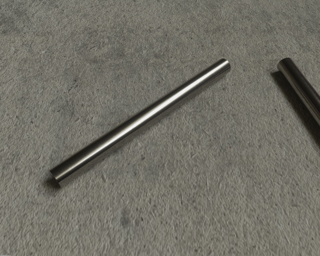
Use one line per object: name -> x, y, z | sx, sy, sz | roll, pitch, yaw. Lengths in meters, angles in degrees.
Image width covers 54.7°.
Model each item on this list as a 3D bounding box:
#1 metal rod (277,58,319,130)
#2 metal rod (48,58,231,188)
metal rod -> 0.227, 0.011, 0.396 | 0.025, 0.025, 0.300 | -9, 51, -8
metal rod -> -0.009, -0.020, 0.419 | 0.302, 0.025, 0.025 | -35, 59, -26
